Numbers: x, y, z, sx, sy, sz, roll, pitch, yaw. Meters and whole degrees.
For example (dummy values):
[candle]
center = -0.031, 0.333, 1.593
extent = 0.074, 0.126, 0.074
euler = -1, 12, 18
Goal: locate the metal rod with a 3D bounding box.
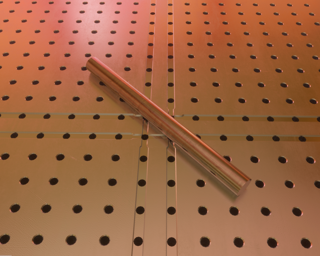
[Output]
[metal rod]
center = -0.006, -0.017, 0.423
extent = 0.025, 0.025, 0.300
euler = -35, 58, -26
